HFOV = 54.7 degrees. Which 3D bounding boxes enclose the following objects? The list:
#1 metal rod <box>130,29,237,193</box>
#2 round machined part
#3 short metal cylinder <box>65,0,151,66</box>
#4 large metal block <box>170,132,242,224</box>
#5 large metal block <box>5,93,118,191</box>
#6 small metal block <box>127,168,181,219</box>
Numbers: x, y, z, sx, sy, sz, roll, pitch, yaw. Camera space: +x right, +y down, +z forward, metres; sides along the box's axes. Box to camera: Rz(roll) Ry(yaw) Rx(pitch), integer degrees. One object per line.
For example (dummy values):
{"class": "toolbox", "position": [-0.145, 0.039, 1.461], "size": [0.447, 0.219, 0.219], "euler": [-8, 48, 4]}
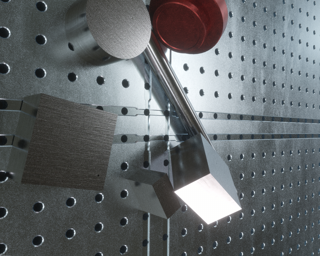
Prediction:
{"class": "metal rod", "position": [0.043, -0.011, 0.445], "size": [0.025, 0.025, 0.299], "euler": [-46, 117, -30]}
{"class": "round machined part", "position": [0.030, -0.132, 0.383], "size": [0.098, 0.098, 0.042], "euler": [52, 50, -28]}
{"class": "short metal cylinder", "position": [-0.057, -0.113, 0.345], "size": [0.081, 0.050, 0.079], "euler": [0, 90, -40]}
{"class": "large metal block", "position": [0.059, 0.067, 0.417], "size": [0.080, 0.050, 0.080], "euler": [48, 21, -29]}
{"class": "large metal block", "position": [-0.097, 0.016, 0.312], "size": [0.081, 0.050, 0.080], "euler": [16, 80, -39]}
{"class": "small metal block", "position": [-0.008, 0.081, 0.387], "size": [0.025, 0.050, 0.050], "euler": [-35, 112, -34]}
